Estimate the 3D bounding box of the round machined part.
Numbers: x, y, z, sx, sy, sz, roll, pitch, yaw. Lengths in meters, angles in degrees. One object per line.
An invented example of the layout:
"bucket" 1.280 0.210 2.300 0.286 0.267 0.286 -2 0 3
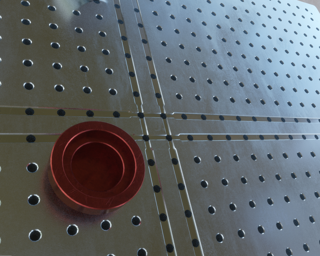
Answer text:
"round machined part" -0.069 0.045 0.334 0.099 0.042 0.098 14 56 -21
